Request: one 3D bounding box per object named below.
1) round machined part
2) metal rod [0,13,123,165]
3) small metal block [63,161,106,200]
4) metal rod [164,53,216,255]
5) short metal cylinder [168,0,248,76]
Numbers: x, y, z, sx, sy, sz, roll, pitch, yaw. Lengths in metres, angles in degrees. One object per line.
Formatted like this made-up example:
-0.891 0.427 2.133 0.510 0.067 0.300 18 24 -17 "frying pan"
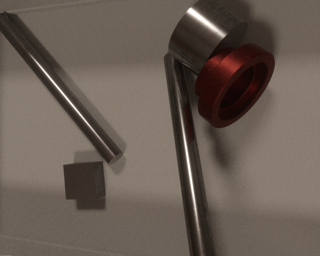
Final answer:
0.078 -0.051 0.346 0.042 0.098 0.098 44 104 30 "round machined part"
-0.159 -0.066 0.464 0.025 0.025 0.300 -45 77 14 "metal rod"
-0.109 0.075 0.448 0.050 0.025 0.050 -6 88 19 "small metal block"
0.032 0.041 0.339 0.025 0.025 0.299 -16 62 19 "metal rod"
0.056 -0.103 0.361 0.050 0.080 0.080 43 103 15 "short metal cylinder"
